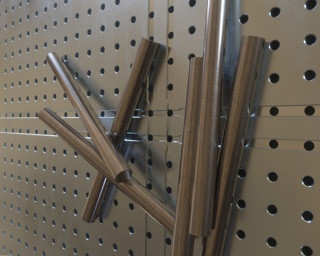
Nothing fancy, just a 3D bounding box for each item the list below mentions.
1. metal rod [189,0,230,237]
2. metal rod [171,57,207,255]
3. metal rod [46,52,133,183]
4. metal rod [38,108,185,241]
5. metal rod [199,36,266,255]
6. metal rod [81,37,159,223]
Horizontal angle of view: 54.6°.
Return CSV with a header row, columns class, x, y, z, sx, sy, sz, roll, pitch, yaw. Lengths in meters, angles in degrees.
class,x,y,z,sx,sy,sz,roll,pitch,yaw
metal rod,0.057,-0.034,0.345,0.025,0.025,0.299,2,86,40
metal rod,0.033,0.067,0.362,0.025,0.025,0.299,3,86,40
metal rod,-0.123,-0.034,0.489,0.300,0.025,0.025,52,121,35
metal rod,-0.076,0.056,0.443,0.300,0.025,0.025,35,112,24
metal rod,0.075,0.051,0.348,0.025,0.025,0.298,15,100,39
metal rod,-0.065,0.014,0.464,0.025,0.025,0.298,33,111,35
